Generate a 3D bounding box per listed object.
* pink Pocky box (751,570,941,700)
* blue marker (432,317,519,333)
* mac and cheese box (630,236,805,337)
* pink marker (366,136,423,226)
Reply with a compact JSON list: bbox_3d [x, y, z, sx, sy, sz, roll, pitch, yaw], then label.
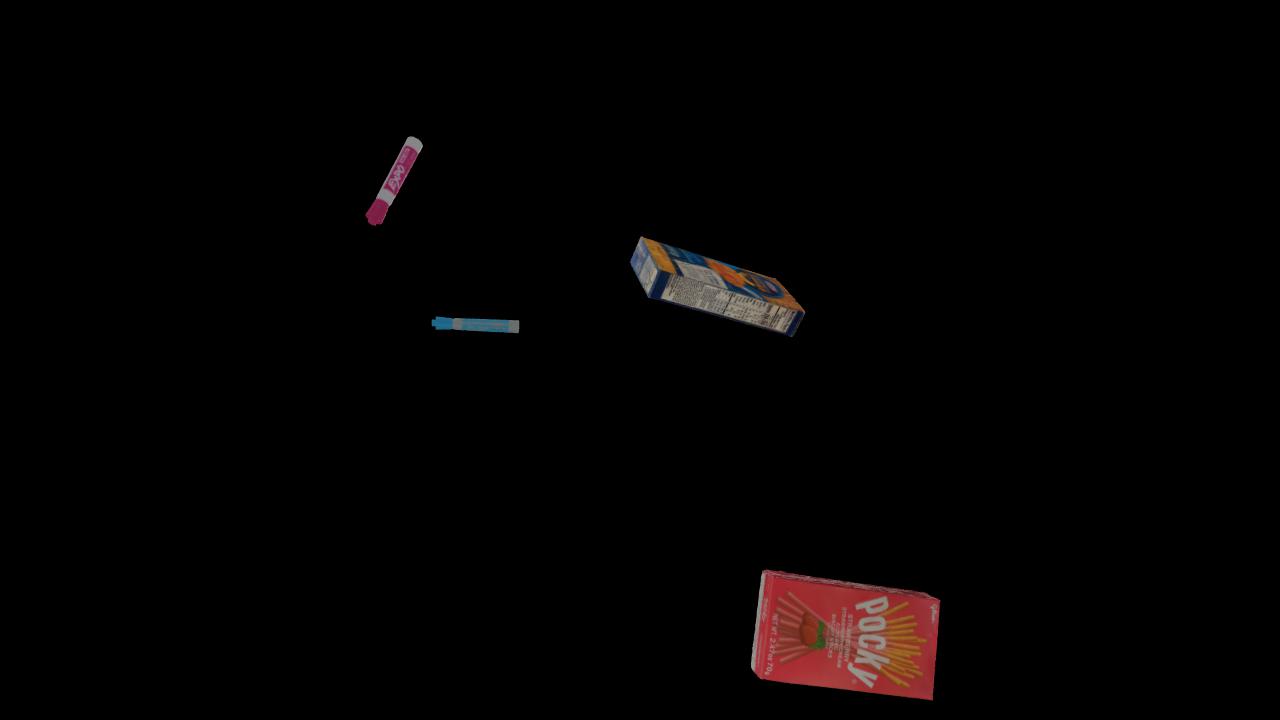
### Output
[{"bbox_3d":[0.177,0.235,0.527,0.155,0.084,0.029,10,-9,-5],"label":"pink Pocky box"},{"bbox_3d":[-0.235,-0.050,0.880,0.121,0.020,0.020,2,0,-14],"label":"blue marker"},{"bbox_3d":[0.087,-0.082,0.695,0.184,0.041,0.093,12,27,-22],"label":"mac and cheese box"},{"bbox_3d":[-0.279,-0.203,0.699,0.020,0.121,0.020,13,-24,6],"label":"pink marker"}]
